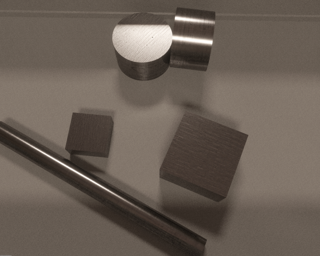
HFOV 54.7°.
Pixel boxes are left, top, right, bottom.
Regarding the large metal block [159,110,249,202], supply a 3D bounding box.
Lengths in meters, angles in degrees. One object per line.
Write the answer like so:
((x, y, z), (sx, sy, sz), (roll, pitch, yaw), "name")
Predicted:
((0.052, 0.036, 0.384), (0.080, 0.050, 0.080), (22, 71, 7), "large metal block")

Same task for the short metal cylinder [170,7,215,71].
((0.044, -0.121, 0.425), (0.050, 0.080, 0.080), (7, 70, 2), "short metal cylinder")

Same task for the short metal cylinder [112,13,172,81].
((-0.024, -0.114, 0.438), (0.081, 0.050, 0.080), (0, 70, 0), "short metal cylinder")

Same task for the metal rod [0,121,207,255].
((-0.083, 0.071, 0.382), (0.301, 0.025, 0.025), (28, 72, 9), "metal rod")

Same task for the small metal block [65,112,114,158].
((-0.091, 0.010, 0.405), (0.050, 0.025, 0.050), (5, 70, 1), "small metal block")
